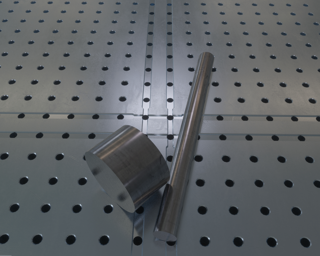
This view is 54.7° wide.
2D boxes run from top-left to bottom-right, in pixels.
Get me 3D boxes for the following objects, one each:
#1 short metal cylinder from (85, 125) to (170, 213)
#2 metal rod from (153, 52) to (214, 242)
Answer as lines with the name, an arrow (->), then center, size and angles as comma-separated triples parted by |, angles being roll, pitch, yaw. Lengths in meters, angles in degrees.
short metal cylinder -> -0.036, 0.044, 0.335 | 0.080, 0.080, 0.050 | 37, 59, 27
metal rod -> 0.040, -0.001, 0.408 | 0.025, 0.025, 0.300 | 11, 51, 9
